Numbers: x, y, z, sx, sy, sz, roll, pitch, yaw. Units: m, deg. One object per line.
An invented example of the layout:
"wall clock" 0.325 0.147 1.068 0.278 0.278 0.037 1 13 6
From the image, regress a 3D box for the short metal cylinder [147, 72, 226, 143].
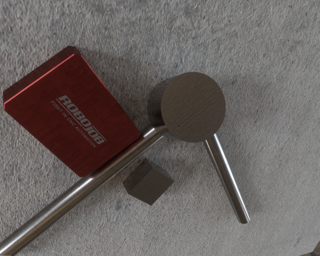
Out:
"short metal cylinder" 0.031 -0.024 0.372 0.081 0.050 0.079 -1 92 -20

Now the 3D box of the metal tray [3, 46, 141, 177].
"metal tray" -0.092 -0.013 0.345 0.090 0.030 0.130 -37 129 -4

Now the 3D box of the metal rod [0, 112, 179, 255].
"metal rod" -0.097 0.077 0.401 0.301 0.025 0.025 -38 129 -2

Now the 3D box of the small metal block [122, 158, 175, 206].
"small metal block" -0.016 0.078 0.446 0.050 0.025 0.050 -47 129 5

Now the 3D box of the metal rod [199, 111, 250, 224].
"metal rod" 0.107 0.074 0.511 0.025 0.025 0.299 -34 129 -6
